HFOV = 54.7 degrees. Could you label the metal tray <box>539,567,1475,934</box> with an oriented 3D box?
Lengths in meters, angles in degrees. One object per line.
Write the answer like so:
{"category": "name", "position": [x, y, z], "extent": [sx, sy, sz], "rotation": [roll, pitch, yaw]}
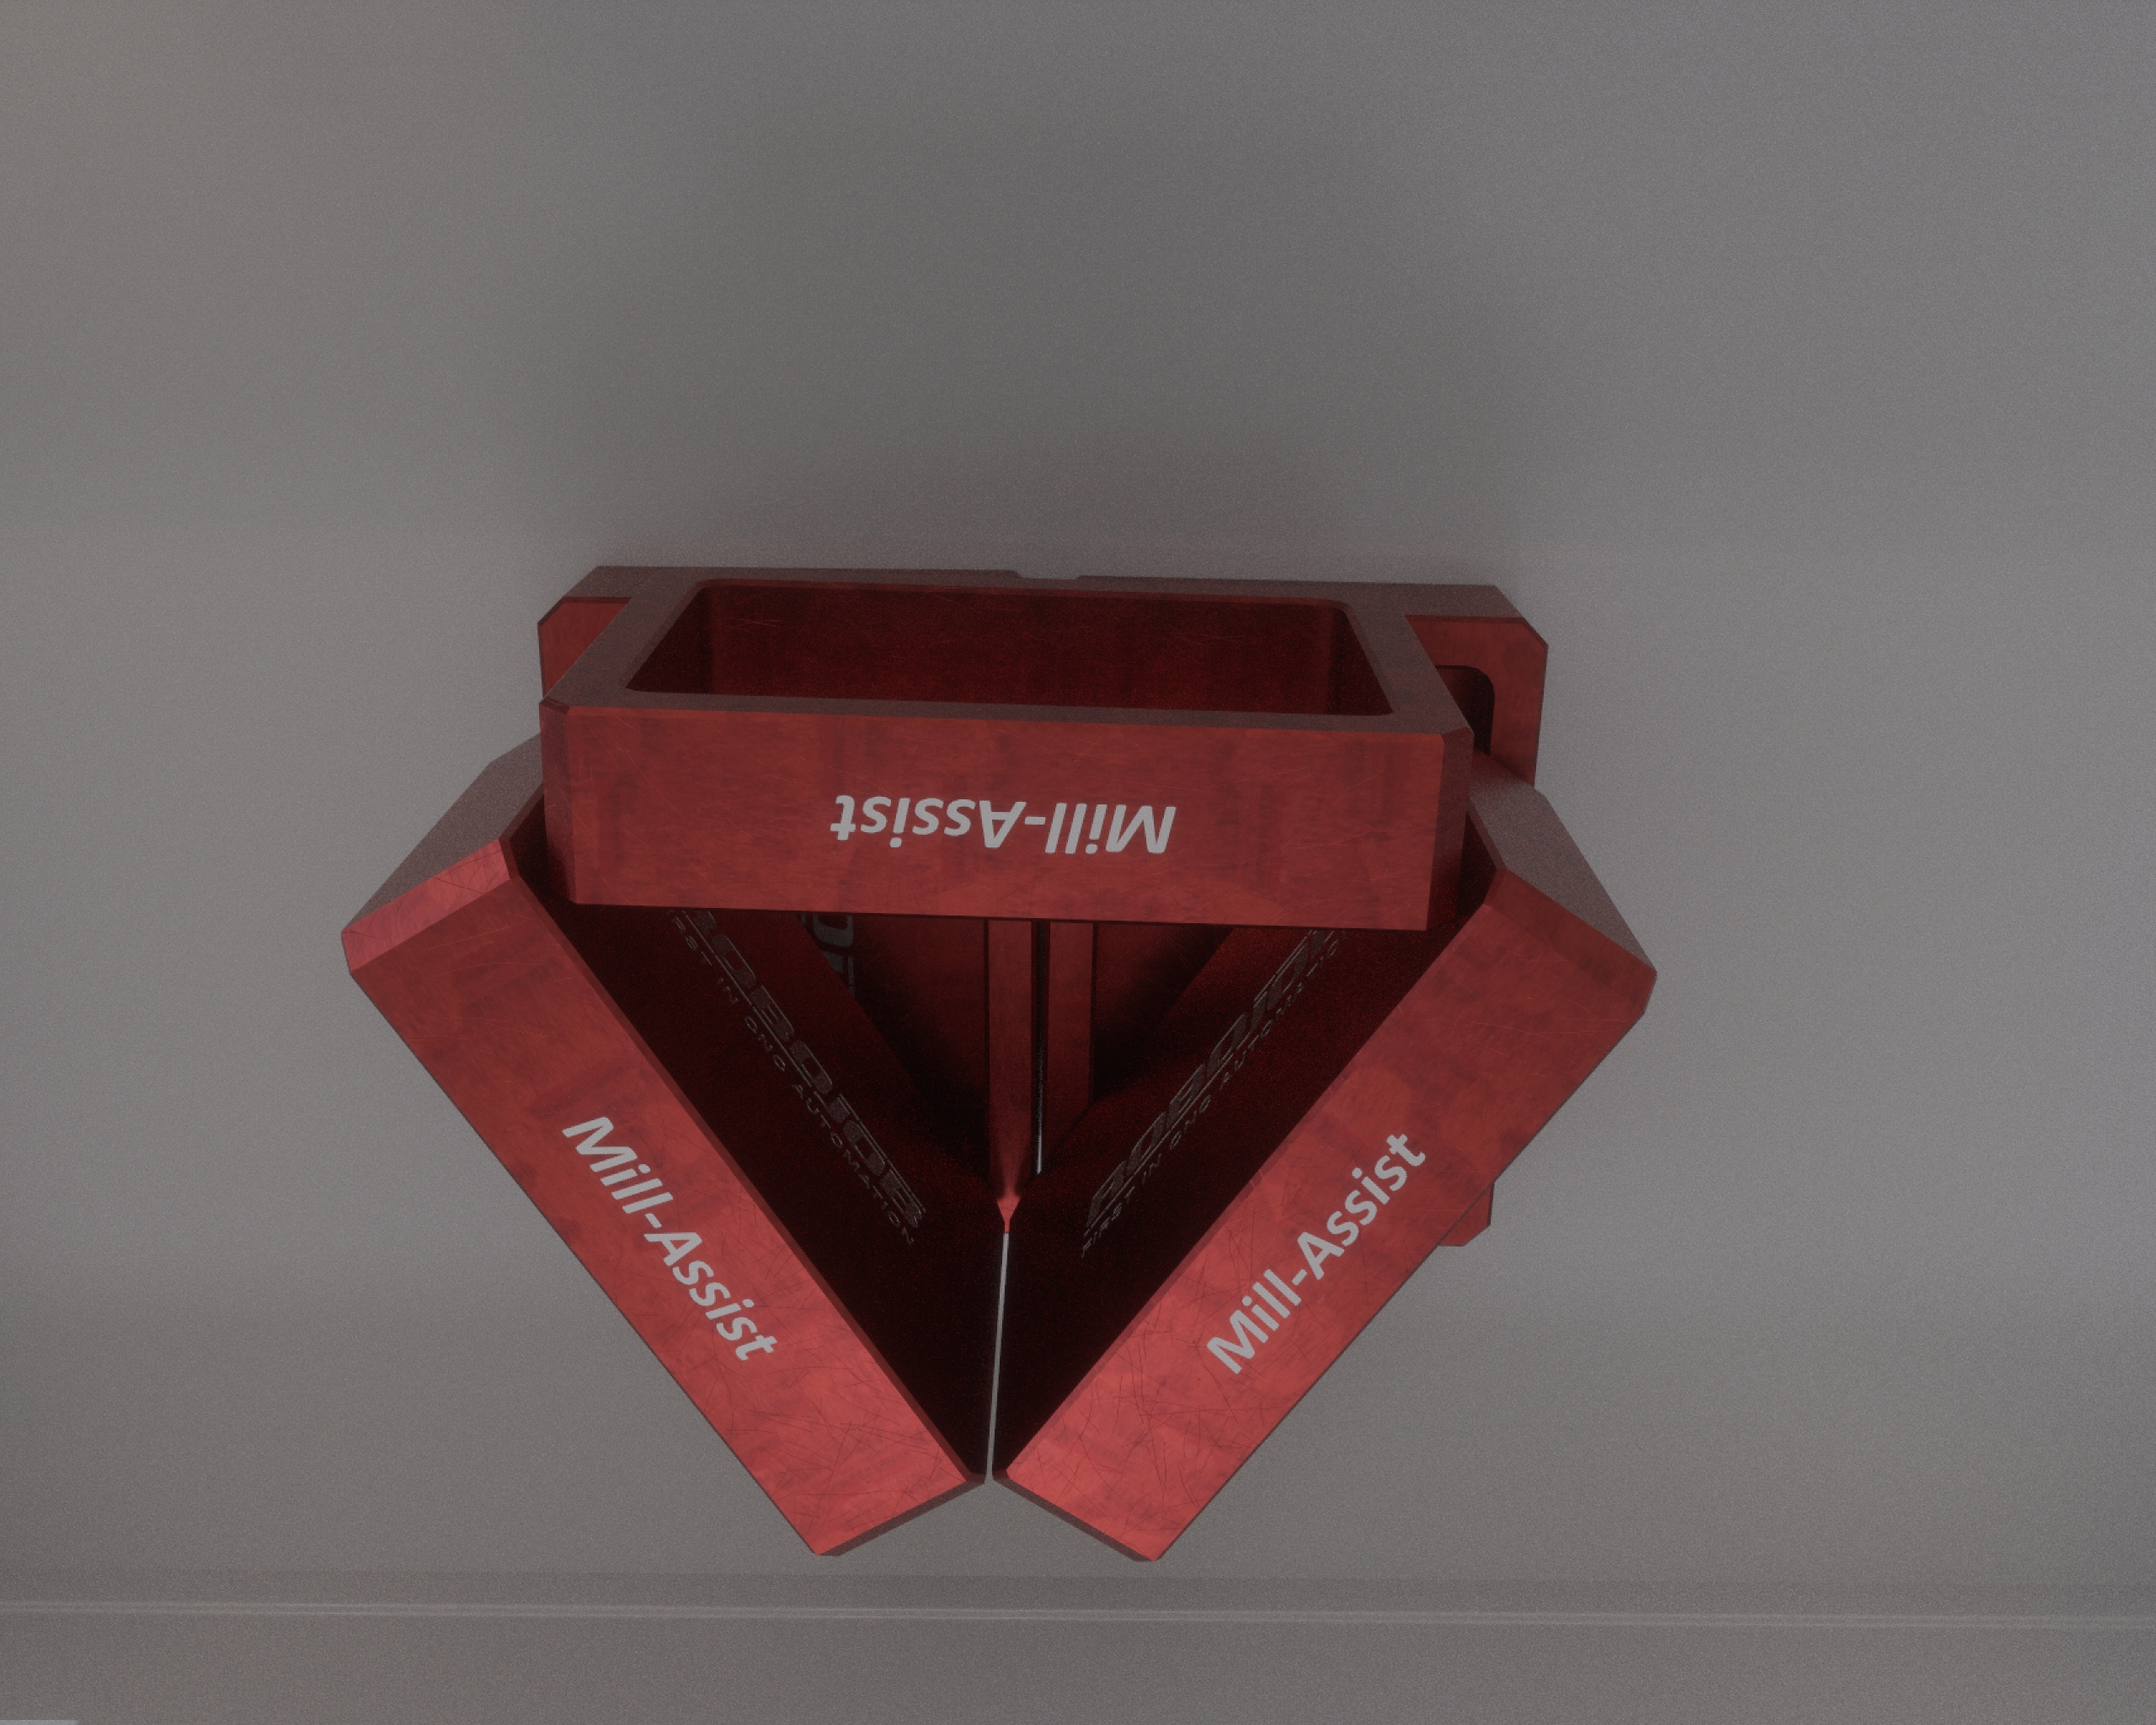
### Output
{"category": "metal tray", "position": [-0.010, -0.021, 0.334], "extent": [0.131, 0.090, 0.030], "rotation": [2, 111, -1]}

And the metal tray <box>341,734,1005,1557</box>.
{"category": "metal tray", "position": [-0.061, 0.041, 0.357], "extent": [0.030, 0.090, 0.130], "rotation": [-30, 108, 11]}

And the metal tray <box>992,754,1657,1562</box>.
{"category": "metal tray", "position": [0.036, 0.044, 0.358], "extent": [0.030, 0.090, 0.129], "rotation": [34, 107, -12]}

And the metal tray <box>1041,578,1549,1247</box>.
{"category": "metal tray", "position": [0.039, 0.011, 0.412], "extent": [0.091, 0.030, 0.129], "rotation": [1, 109, -1]}

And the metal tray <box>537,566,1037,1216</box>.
{"category": "metal tray", "position": [-0.053, 0.009, 0.411], "extent": [0.091, 0.030, 0.129], "rotation": [0, 109, 0]}
